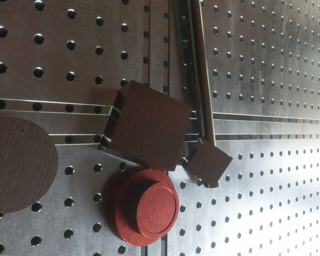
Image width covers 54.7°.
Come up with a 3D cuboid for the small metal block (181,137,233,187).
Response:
[{"bbox_3d":[0.068,0.049,0.447,0.050,0.025,0.050,34,89,-11],"label":"small metal block"}]

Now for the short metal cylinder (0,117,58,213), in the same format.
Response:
[{"bbox_3d":[-0.140,0.030,0.276,0.081,0.050,0.079,0,91,-40],"label":"short metal cylinder"}]

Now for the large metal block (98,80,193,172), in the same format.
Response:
[{"bbox_3d":[-0.017,0.001,0.366,0.080,0.050,0.080,22,75,-21],"label":"large metal block"}]

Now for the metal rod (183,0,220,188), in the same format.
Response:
[{"bbox_3d":[0.062,-0.058,0.463,0.025,0.025,0.298,-13,98,-40],"label":"metal rod"}]

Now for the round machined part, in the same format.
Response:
[{"bbox_3d":[-0.014,0.099,0.388,0.099,0.042,0.097,0,90,-40],"label":"round machined part"}]
